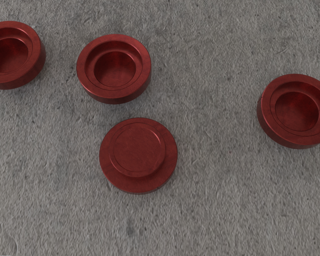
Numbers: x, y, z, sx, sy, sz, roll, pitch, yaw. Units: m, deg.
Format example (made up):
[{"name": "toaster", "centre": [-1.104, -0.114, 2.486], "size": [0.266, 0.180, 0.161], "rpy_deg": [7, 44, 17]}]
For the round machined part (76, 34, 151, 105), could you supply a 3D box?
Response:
[{"name": "round machined part", "centre": [-0.061, -0.076, 0.426], "size": [0.099, 0.042, 0.098], "rpy_deg": [0, 70, 0]}]

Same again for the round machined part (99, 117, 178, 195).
[{"name": "round machined part", "centre": [-0.027, 0.032, 0.387], "size": [0.099, 0.042, 0.098], "rpy_deg": [0, 70, 0]}]

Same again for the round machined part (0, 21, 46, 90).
[{"name": "round machined part", "centre": [-0.209, -0.096, 0.433], "size": [0.099, 0.042, 0.098], "rpy_deg": [0, 70, 0]}]

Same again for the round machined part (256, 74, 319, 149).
[{"name": "round machined part", "centre": [0.176, -0.019, 0.407], "size": [0.099, 0.042, 0.098], "rpy_deg": [0, 70, 0]}]
